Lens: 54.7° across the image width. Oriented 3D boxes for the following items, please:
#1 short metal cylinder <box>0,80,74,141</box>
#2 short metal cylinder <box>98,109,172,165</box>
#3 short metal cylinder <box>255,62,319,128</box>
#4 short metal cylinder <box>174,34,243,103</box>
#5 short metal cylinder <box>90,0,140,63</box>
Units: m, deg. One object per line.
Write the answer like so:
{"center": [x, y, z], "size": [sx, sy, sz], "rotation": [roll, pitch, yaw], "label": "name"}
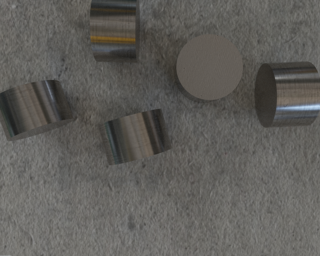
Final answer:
{"center": [-0.154, -0.021, 0.380], "size": [0.080, 0.080, 0.050], "rotation": [-20, 90, 0], "label": "short metal cylinder"}
{"center": [-0.031, 0.011, 0.382], "size": [0.080, 0.080, 0.050], "rotation": [-15, 90, 0], "label": "short metal cylinder"}
{"center": [0.155, -0.041, 0.385], "size": [0.050, 0.080, 0.079], "rotation": [-3, 90, 0], "label": "short metal cylinder"}
{"center": [0.060, -0.074, 0.398], "size": [0.081, 0.050, 0.079], "rotation": [0, 90, -1], "label": "short metal cylinder"}
{"center": [-0.052, -0.122, 0.382], "size": [0.050, 0.080, 0.079], "rotation": [2, 90, 0], "label": "short metal cylinder"}
